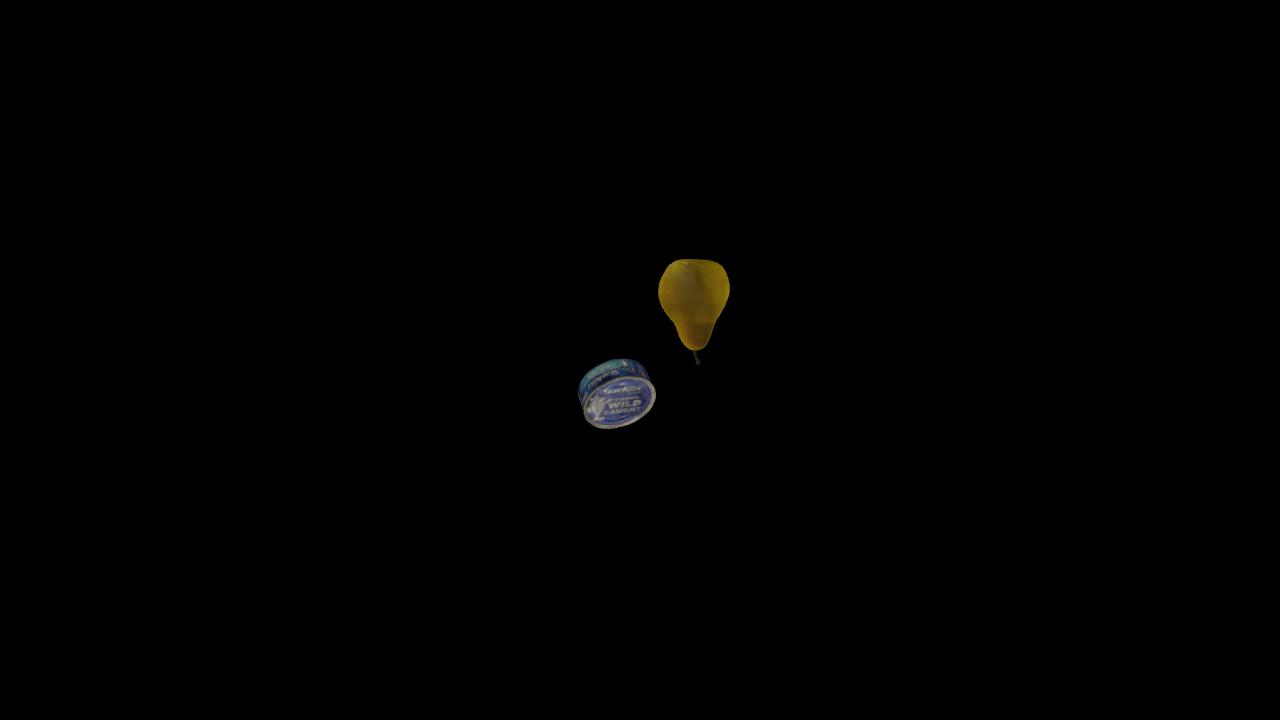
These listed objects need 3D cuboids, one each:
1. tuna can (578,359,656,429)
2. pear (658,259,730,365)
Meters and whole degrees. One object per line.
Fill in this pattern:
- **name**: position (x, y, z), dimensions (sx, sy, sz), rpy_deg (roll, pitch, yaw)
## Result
- **tuna can**: position (-0.026, 0.038, 0.692), dimensions (0.084, 0.084, 0.034), rpy_deg (0, 44, -25)
- **pear**: position (0.054, -0.048, 0.636), dimensions (0.080, 0.111, 0.080), rpy_deg (2, 7, 0)
